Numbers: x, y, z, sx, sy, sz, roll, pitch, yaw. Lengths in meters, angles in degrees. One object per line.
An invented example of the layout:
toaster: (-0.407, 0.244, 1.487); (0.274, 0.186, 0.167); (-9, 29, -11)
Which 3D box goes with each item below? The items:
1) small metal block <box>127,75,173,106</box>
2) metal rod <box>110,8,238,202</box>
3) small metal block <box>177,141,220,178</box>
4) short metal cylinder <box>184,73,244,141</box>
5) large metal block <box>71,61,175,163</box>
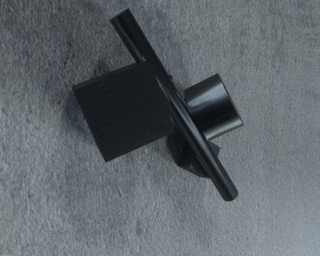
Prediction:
small metal block: (-0.014, -0.049, 0.396); (0.050, 0.025, 0.050); (16, 80, -39)
metal rod: (0.031, -0.012, 0.402); (0.025, 0.025, 0.299); (-49, 119, -29)
small metal block: (0.058, 0.042, 0.458); (0.050, 0.025, 0.050); (31, 71, -36)
short metal cylinder: (0.075, -0.029, 0.429); (0.080, 0.050, 0.080); (56, 18, -27)
large metal block: (-0.040, -0.021, 0.336); (0.081, 0.050, 0.080); (-24, 107, -13)
